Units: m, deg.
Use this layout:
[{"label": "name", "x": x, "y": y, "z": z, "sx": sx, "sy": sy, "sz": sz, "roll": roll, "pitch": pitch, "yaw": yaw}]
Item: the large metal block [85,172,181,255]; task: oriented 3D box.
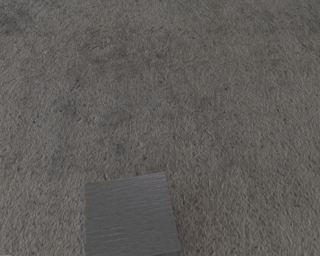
[{"label": "large metal block", "x": -0.028, "y": 0.096, "z": 0.306, "sx": 0.081, "sy": 0.050, "sz": 0.080, "roll": -7, "pitch": 51, "yaw": -6}]
